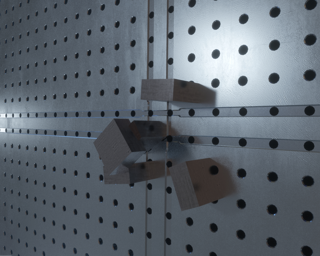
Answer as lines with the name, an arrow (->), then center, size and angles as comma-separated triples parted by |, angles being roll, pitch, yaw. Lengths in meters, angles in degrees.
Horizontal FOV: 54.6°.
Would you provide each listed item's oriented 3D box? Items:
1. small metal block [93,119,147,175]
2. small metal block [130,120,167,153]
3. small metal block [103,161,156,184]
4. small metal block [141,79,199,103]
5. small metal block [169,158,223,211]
small metal block -> -0.051, 0.023, 0.388 | 0.050, 0.025, 0.050 | -46, 63, 30
small metal block -> -0.028, 0.014, 0.417 | 0.050, 0.050, 0.025 | -39, 66, 33
small metal block -> -0.042, 0.061, 0.429 | 0.050, 0.050, 0.025 | -9, 85, 40
small metal block -> 0.012, -0.045, 0.384 | 0.050, 0.050, 0.025 | 6, 94, 40
small metal block -> 0.042, 0.064, 0.359 | 0.025, 0.050, 0.050 | -27, 73, 37
